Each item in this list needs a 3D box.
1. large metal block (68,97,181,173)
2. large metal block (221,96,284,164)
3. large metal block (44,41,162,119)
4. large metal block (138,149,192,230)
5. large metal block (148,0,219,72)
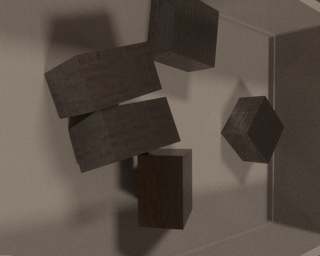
[{"bbox_3d":[-0.039,0.008,0.333,0.081,0.080,0.050,-15,85,-39],"label":"large metal block"},{"bbox_3d":[0.159,0.003,0.527,0.080,0.050,0.080,48,62,-30],"label":"large metal block"},{"bbox_3d":[-0.059,-0.048,0.320,0.081,0.080,0.050,-24,101,-38],"label":"large metal block"},{"bbox_3d":[0.009,0.069,0.375,0.080,0.050,0.079,-6,95,-77],"label":"large metal block"},{"bbox_3d":[0.031,-0.127,0.419,0.081,0.050,0.080,9,85,-40],"label":"large metal block"}]
